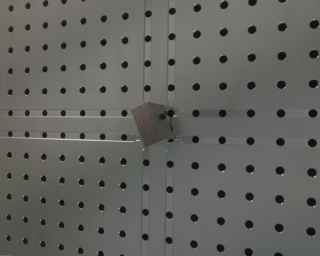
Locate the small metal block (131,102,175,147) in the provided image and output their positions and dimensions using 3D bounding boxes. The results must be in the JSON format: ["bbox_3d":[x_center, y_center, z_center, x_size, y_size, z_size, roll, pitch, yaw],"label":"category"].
[{"bbox_3d":[-0.008,-0.004,0.402,0.025,0.050,0.050,-24,83,18],"label":"small metal block"}]
